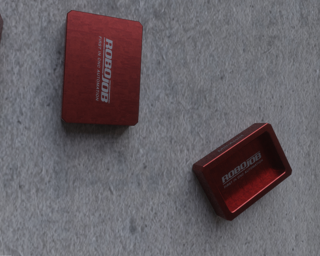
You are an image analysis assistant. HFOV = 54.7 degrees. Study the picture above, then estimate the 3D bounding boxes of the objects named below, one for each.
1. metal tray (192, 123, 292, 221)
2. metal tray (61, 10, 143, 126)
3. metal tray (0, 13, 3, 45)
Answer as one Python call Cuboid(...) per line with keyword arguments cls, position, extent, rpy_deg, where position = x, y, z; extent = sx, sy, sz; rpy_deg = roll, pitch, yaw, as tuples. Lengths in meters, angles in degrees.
Cuboid(cls="metal tray", position=(0.123, 0.061, 0.453), extent=(0.131, 0.030, 0.090), rpy_deg=(-31, 101, -18))
Cuboid(cls="metal tray", position=(-0.071, -0.069, 0.381), extent=(0.091, 0.030, 0.129), rpy_deg=(3, 89, -21))
Cuboid(cls="metal tray", position=(-0.240, -0.090, 0.317), extent=(0.131, 0.030, 0.089), rpy_deg=(8, 87, -20))
